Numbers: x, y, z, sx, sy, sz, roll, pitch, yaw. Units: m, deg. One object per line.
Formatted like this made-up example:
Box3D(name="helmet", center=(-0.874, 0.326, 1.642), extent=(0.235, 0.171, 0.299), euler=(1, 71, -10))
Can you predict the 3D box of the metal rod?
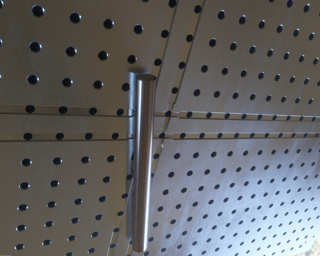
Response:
Box3D(name="metal rod", center=(-0.025, 0.069, 0.441), extent=(0.025, 0.025, 0.298), euler=(-10, 123, -23))
